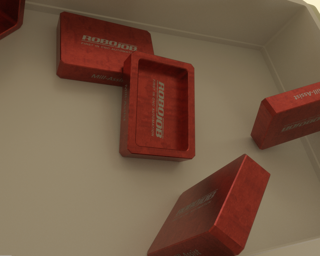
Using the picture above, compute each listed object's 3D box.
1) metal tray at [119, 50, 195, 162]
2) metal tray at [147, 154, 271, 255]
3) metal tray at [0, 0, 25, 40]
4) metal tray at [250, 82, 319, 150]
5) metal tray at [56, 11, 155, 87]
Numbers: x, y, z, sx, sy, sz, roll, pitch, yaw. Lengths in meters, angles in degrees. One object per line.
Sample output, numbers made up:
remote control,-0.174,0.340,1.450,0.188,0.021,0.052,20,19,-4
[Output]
metal tray,-0.001,-0.026,0.396,0.091,0.030,0.129,8,74,-25
metal tray,0.044,0.088,0.310,0.030,0.129,0.090,40,51,-2
metal tray,-0.201,-0.121,0.329,0.030,0.090,0.130,37,51,-4
metal tray,0.207,-0.020,0.459,0.131,0.090,0.030,-17,54,-9
metal tray,-0.073,-0.105,0.428,0.131,0.030,0.090,5,60,-26
